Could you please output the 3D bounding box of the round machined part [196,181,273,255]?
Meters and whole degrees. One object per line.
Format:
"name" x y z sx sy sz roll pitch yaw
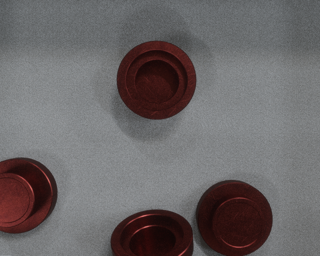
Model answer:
"round machined part" 0.098 0.120 0.404 0.099 0.042 0.097 0 90 0

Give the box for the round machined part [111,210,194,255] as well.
"round machined part" -0.008 0.147 0.379 0.099 0.098 0.042 -5 111 0

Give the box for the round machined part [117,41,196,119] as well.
"round machined part" -0.004 -0.059 0.403 0.099 0.042 0.097 0 90 0

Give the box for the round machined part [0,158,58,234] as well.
"round machined part" -0.189 0.089 0.401 0.099 0.042 0.097 0 90 0
